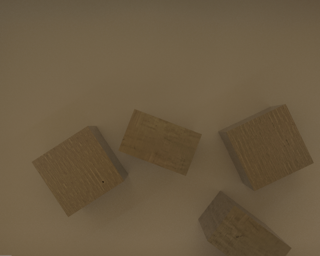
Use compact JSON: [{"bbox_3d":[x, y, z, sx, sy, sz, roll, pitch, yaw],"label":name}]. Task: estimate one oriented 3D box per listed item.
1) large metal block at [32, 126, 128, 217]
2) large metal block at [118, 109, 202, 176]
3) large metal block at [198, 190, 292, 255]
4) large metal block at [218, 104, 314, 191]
[{"bbox_3d":[-0.099,0.052,0.398,0.080,0.050,0.080,-33,90,0],"label":"large metal block"},{"bbox_3d":[0.000,0.016,0.384,0.080,0.080,0.050,21,90,-1],"label":"large metal block"},{"bbox_3d":[0.100,0.130,0.385,0.080,0.080,0.050,37,90,-1],"label":"large metal block"},{"bbox_3d":[0.134,0.024,0.401,0.080,0.050,0.080,-25,90,-1],"label":"large metal block"}]
